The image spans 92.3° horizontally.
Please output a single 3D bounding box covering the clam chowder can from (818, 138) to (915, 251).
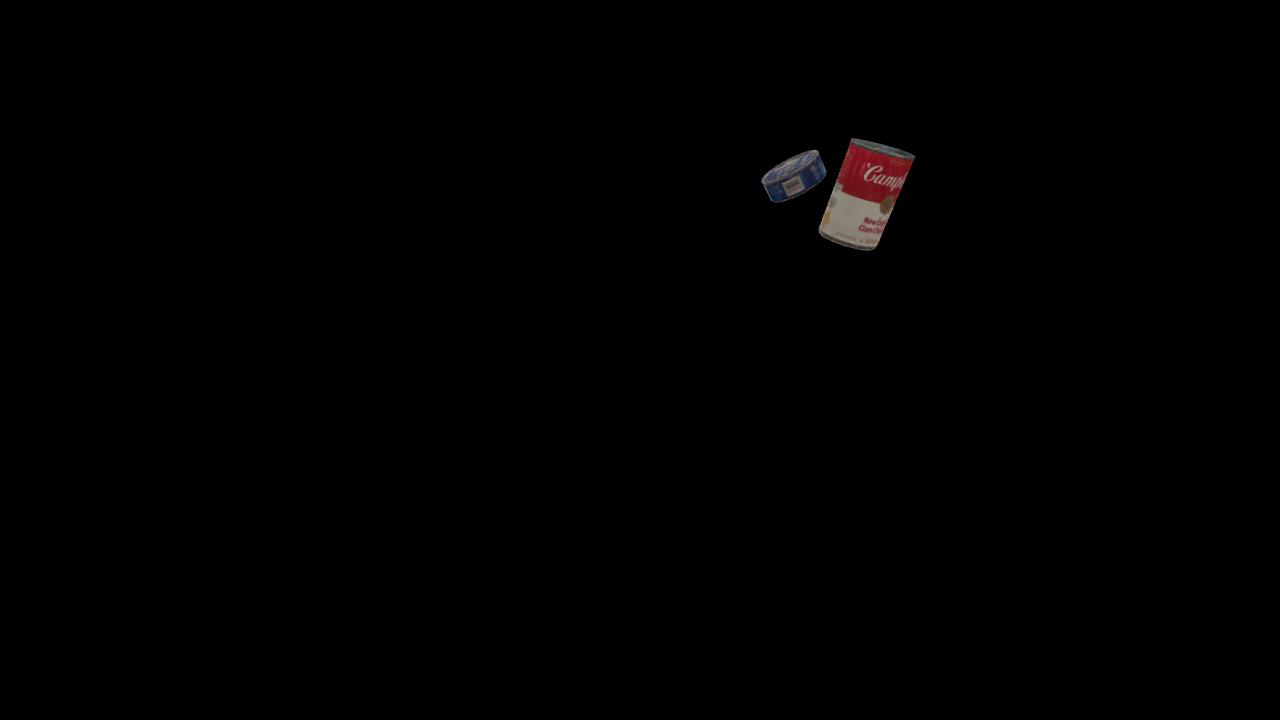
[{"bbox_3d":[0.240,-0.177,0.660,0.068,0.102,0.068,11,29,-6],"label":"clam chowder can"}]

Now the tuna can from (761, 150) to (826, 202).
[{"bbox_3d":[0.212,-0.253,0.848,0.084,0.034,0.084,-28,22,12],"label":"tuna can"}]
